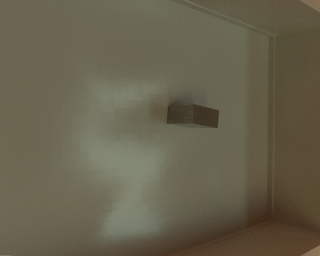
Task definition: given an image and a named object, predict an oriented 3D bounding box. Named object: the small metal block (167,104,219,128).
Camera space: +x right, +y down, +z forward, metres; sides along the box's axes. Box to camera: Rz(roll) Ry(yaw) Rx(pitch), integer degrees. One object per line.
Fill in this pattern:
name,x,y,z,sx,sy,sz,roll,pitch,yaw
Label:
small metal block,0.046,-0.015,0.431,0.050,0.050,0.025,9,84,-40
